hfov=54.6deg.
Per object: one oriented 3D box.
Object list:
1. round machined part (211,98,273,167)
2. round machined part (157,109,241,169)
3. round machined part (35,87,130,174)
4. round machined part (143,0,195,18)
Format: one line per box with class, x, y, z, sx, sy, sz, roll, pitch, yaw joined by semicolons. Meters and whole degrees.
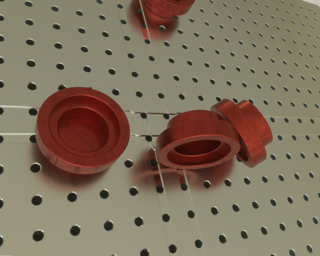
round machined part;0.113;0.001;0.418;0.042;0.098;0.098;-32;77;-2
round machined part;0.044;0.013;0.377;0.099;0.098;0.042;8;58;-24
round machined part;-0.087;0.006;0.346;0.099;0.042;0.098;13;56;-21
round machined part;0.009;-0.233;0.544;0.099;0.042;0.098;13;56;-21
